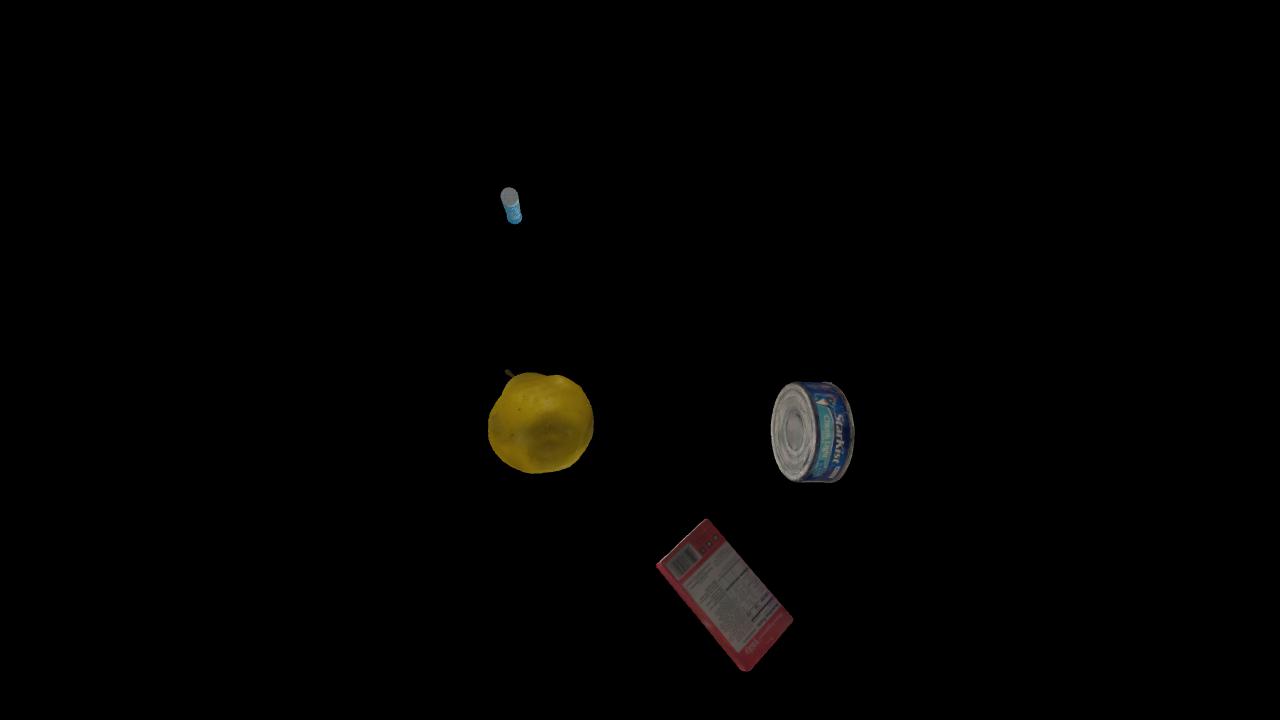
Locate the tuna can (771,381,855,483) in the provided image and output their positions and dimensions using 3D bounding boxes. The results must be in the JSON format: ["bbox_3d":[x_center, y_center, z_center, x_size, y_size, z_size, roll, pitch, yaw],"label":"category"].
[{"bbox_3d":[0.140,0.059,0.510,0.034,0.084,0.084,3,-1,-13],"label":"tuna can"}]

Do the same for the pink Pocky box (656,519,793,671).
[{"bbox_3d":[0.100,0.275,0.728,0.084,0.155,0.029,-36,-12,-26],"label":"pink Pocky box"}]

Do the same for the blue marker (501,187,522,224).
[{"bbox_3d":[-0.148,-0.176,0.713,0.020,0.020,0.121,0,2,-9],"label":"blue marker"}]

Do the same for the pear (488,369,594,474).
[{"bbox_3d":[-0.080,0.038,0.483,0.080,0.080,0.111,0,27,-17],"label":"pear"}]
